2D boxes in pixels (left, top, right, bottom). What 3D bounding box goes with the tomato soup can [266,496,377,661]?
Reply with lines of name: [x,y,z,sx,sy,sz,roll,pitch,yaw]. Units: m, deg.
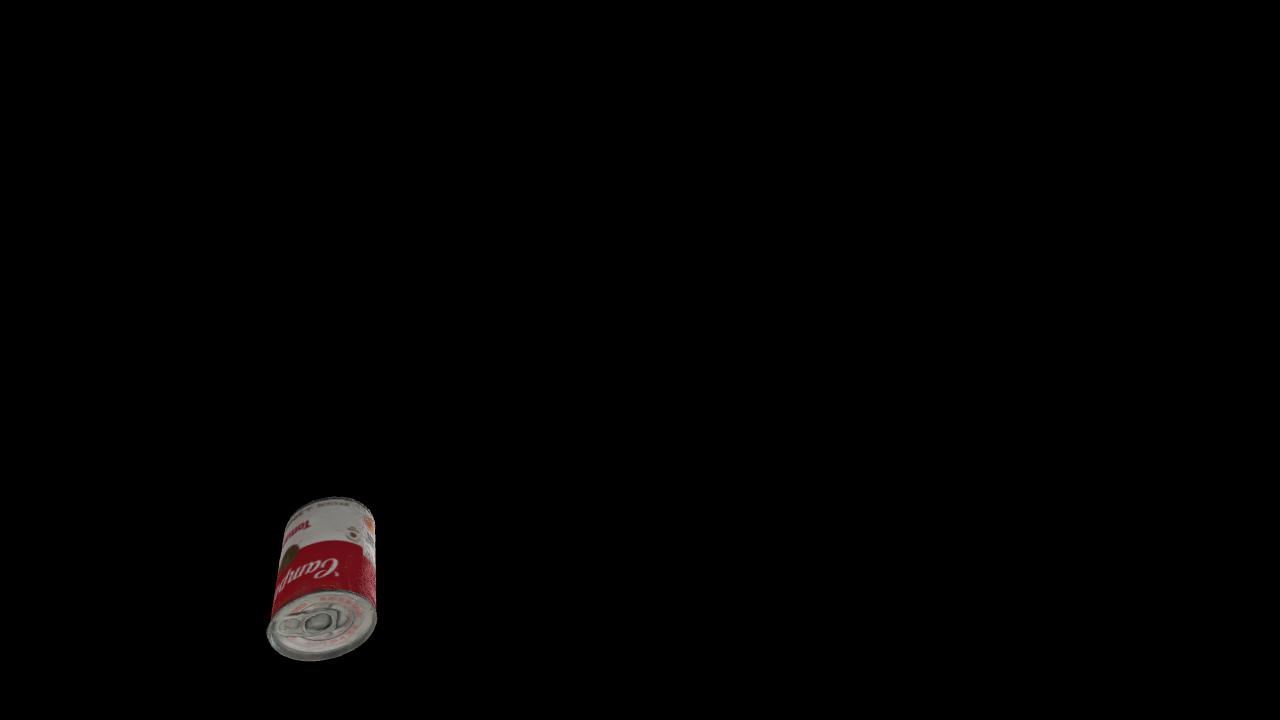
tomato soup can: [-0.233,0.159,0.461,0.068,0.068,0.101,0,28,-23]
